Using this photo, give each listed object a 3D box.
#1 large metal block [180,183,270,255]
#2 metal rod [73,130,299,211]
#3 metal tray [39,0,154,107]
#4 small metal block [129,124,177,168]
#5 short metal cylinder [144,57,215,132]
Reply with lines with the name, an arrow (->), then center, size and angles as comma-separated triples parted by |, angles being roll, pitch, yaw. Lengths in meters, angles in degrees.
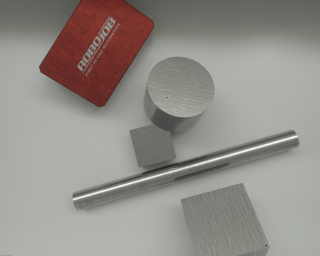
large metal block -> 0.076, 0.124, 0.381 | 0.080, 0.050, 0.080 | -15, 53, -1
metal rod -> 0.034, 0.055, 0.411 | 0.302, 0.025, 0.025 | -16, 90, -1
metal tray -> -0.079, -0.104, 0.397 | 0.090, 0.030, 0.130 | 32, 90, -15
small metal block -> -0.009, 0.021, 0.411 | 0.050, 0.025, 0.050 | -14, 90, -1
short metal cylinder -> 0.022, -0.041, 0.386 | 0.081, 0.050, 0.080 | 3, 69, -8
